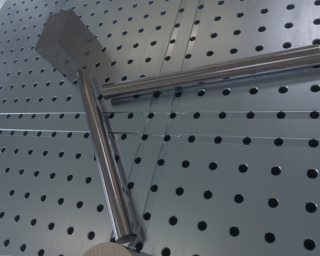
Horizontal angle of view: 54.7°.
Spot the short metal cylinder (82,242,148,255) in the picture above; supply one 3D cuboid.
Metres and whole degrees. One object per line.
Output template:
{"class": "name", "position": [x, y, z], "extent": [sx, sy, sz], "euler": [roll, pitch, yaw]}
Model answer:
{"class": "short metal cylinder", "position": [-0.045, 0.163, 0.316], "extent": [0.080, 0.050, 0.080], "euler": [-13, 56, 21]}

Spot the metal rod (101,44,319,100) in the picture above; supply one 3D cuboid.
{"class": "metal rod", "position": [0.051, -0.071, 0.425], "extent": [0.300, 0.025, 0.025], "euler": [-6, 59, 25]}

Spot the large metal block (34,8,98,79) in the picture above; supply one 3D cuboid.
{"class": "large metal block", "position": [-0.162, -0.147, 0.549], "extent": [0.050, 0.080, 0.080], "euler": [-6, 59, 25]}

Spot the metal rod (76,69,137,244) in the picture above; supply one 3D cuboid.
{"class": "metal rod", "position": [-0.085, 0.017, 0.442], "extent": [0.025, 0.025, 0.300], "euler": [-30, 52, 9]}
